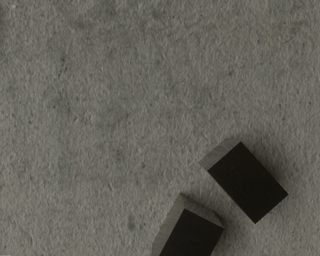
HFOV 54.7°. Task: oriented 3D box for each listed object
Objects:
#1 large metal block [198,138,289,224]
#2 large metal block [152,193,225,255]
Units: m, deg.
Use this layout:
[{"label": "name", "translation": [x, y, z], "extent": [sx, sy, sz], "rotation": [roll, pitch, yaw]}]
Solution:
[{"label": "large metal block", "translation": [0.098, 0.061, 0.384], "extent": [0.050, 0.080, 0.080], "rotation": [-42, 91, 0]}, {"label": "large metal block", "translation": [0.030, 0.135, 0.383], "extent": [0.050, 0.080, 0.080], "rotation": [28, 90, -1]}]
